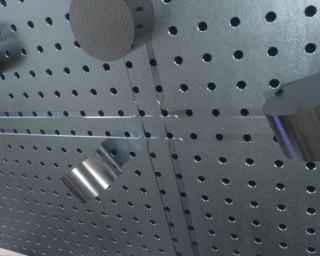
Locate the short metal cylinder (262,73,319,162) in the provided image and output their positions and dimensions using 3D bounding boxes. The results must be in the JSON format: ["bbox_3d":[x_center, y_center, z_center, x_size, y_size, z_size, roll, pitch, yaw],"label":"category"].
[{"bbox_3d":[0.146,-0.012,0.291,0.080,0.080,0.050,-19,108,35],"label":"short metal cylinder"}]

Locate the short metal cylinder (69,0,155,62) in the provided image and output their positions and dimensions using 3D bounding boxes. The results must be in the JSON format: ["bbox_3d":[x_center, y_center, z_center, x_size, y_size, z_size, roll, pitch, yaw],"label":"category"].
[{"bbox_3d":[-0.052,-0.121,0.347,0.080,0.050,0.079,13,124,20],"label":"short metal cylinder"}]

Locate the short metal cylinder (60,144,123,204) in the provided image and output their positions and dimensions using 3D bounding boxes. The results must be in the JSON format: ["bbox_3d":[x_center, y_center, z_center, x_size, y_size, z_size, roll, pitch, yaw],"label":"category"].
[{"bbox_3d":[-0.104,0.069,0.471,0.080,0.080,0.050,-32,101,38],"label":"short metal cylinder"}]

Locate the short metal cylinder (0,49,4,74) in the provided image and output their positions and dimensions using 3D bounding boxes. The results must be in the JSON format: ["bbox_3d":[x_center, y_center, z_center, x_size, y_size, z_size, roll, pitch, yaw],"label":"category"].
[{"bbox_3d":[-0.293,-0.109,0.479,0.080,0.050,0.079,13,124,20],"label":"short metal cylinder"}]
